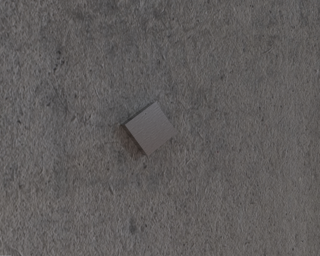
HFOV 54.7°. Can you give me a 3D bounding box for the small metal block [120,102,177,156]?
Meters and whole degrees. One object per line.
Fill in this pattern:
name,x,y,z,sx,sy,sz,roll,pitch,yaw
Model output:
small metal block,-0.015,0.001,0.406,0.050,0.025,0.050,-39,103,-16
